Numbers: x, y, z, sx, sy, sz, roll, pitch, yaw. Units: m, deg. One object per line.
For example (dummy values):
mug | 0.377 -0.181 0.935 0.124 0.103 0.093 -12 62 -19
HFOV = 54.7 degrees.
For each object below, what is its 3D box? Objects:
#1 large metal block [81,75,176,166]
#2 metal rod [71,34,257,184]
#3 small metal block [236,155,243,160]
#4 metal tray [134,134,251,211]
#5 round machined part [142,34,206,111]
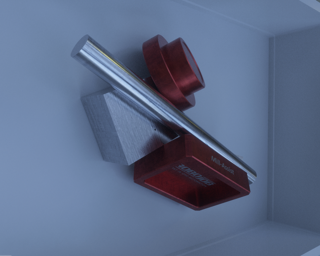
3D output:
large metal block | -0.033 -0.012 0.362 0.081 0.050 0.080 -29 108 -37
metal rod | 0.028 -0.002 0.363 0.301 0.025 0.025 36 68 -35
small metal block | 0.095 0.064 0.470 0.025 0.050 0.050 19 78 -39
metal tray | 0.042 0.063 0.396 0.130 0.090 0.030 33 42 -36
round machined part | 0.022 -0.071 0.380 0.098 0.042 0.098 54 20 -30
